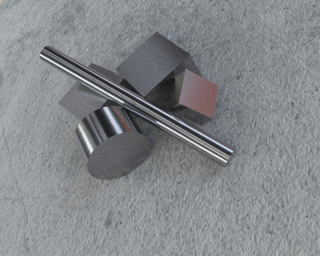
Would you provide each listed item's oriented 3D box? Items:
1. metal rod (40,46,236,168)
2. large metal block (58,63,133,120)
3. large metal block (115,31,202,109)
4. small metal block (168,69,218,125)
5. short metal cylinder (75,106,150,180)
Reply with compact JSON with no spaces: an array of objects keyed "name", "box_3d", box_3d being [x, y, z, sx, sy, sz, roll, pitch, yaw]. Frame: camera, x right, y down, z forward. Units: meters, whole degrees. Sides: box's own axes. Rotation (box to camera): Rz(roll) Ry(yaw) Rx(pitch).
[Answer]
[{"name":"metal rod","box_3d":[-0.043,-0.037,0.398,0.300,0.025,0.025,30,78,21]},{"name":"large metal block","box_3d":[-0.089,-0.041,0.461,0.080,0.050,0.080,28,77,37]},{"name":"large metal block","box_3d":[-0.002,-0.076,0.434,0.080,0.050,0.080,-43,51,-2]},{"name":"small metal block","box_3d":[0.042,-0.038,0.388,0.025,0.050,0.050,-32,40,56]},{"name":"short metal cylinder","box_3d":[-0.060,0.019,0.389,0.080,0.080,0.050,-38,51,3]}]
